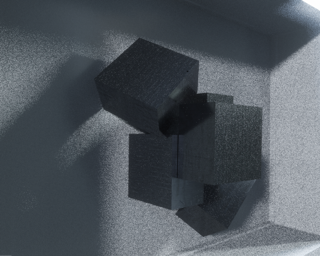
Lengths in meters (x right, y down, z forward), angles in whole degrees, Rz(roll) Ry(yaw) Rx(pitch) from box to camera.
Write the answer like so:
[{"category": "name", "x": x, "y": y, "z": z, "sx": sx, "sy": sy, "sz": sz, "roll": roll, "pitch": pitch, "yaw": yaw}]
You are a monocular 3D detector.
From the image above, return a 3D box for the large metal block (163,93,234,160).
[{"category": "large metal block", "x": 0.048, "y": -0.001, "z": 0.407, "sx": 0.050, "sy": 0.080, "sz": 0.080, "roll": 1, "pitch": 89, "yaw": -40}]

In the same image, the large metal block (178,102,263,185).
[{"category": "large metal block", "x": 0.067, "y": 0.016, "z": 0.340, "sx": 0.081, "sy": 0.050, "sz": 0.080, "roll": 2, "pitch": 89, "yaw": -40}]

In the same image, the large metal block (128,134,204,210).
[{"category": "large metal block", "x": 0.006, "y": 0.047, "z": 0.374, "sx": 0.050, "sy": 0.080, "sz": 0.080, "roll": 1, "pitch": 89, "yaw": -40}]

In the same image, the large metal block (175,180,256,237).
[{"category": "large metal block", "x": 0.074, "y": 0.094, "z": 0.421, "sx": 0.050, "sy": 0.080, "sz": 0.080, "roll": 38, "pitch": 61, "yaw": 5}]

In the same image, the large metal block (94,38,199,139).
[{"category": "large metal block", "x": -0.012, "y": -0.047, "z": 0.349, "sx": 0.080, "sy": 0.080, "sz": 0.050, "roll": -51, "pitch": 155, "yaw": -28}]
